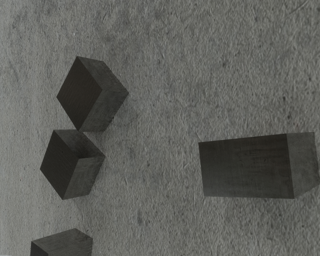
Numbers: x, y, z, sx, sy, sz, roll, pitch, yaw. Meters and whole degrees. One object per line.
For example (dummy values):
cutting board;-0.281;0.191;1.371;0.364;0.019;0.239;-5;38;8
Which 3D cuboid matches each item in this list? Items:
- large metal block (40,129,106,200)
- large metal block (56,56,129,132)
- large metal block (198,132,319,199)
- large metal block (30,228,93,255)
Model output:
large metal block;-0.145;0.057;0.509;0.080;0.050;0.079;39;114;33
large metal block;-0.105;-0.051;0.476;0.080;0.050;0.080;51;120;28
large metal block;0.094;0.033;0.291;0.080;0.081;0.050;-9;85;39
large metal block;-0.160;0.219;0.502;0.050;0.081;0.079;11;97;39
